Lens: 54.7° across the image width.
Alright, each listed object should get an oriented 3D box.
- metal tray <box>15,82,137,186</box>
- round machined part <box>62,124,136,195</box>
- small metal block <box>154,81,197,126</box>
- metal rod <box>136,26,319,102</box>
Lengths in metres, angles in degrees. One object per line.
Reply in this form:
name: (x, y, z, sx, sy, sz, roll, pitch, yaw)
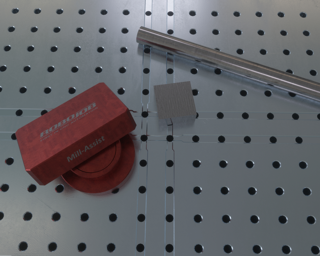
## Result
metal tray: (-0.106, 0.002, 0.385, 0.131, 0.030, 0.090, -32, 42, -11)
round machined part: (-0.081, 0.033, 0.390, 0.099, 0.042, 0.098, 0, 70, 0)
small metal block: (0.020, -0.033, 0.424, 0.050, 0.025, 0.050, -8, 70, -3)
metal rod: (0.110, -0.089, 0.444, 0.301, 0.025, 0.025, 20, 71, 7)
